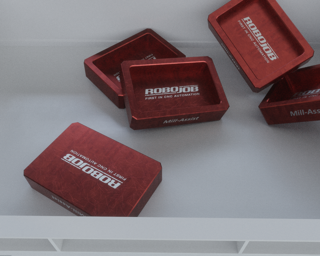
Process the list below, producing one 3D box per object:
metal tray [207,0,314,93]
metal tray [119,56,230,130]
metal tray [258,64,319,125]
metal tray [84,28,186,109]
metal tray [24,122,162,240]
[{"bbox_3d":[0.139,-0.127,0.441,0.090,0.030,0.130,-32,79,7],"label":"metal tray"},{"bbox_3d":[0.018,-0.050,0.418,0.131,0.030,0.090,-7,64,-16],"label":"metal tray"},{"bbox_3d":[0.204,-0.048,0.393,0.130,0.030,0.090,-7,34,50],"label":"metal tray"},{"bbox_3d":[-0.037,-0.095,0.474,0.131,0.030,0.090,-35,65,-26],"label":"metal tray"},{"bbox_3d":[-0.074,0.054,0.355,0.130,0.030,0.090,24,54,19],"label":"metal tray"}]
